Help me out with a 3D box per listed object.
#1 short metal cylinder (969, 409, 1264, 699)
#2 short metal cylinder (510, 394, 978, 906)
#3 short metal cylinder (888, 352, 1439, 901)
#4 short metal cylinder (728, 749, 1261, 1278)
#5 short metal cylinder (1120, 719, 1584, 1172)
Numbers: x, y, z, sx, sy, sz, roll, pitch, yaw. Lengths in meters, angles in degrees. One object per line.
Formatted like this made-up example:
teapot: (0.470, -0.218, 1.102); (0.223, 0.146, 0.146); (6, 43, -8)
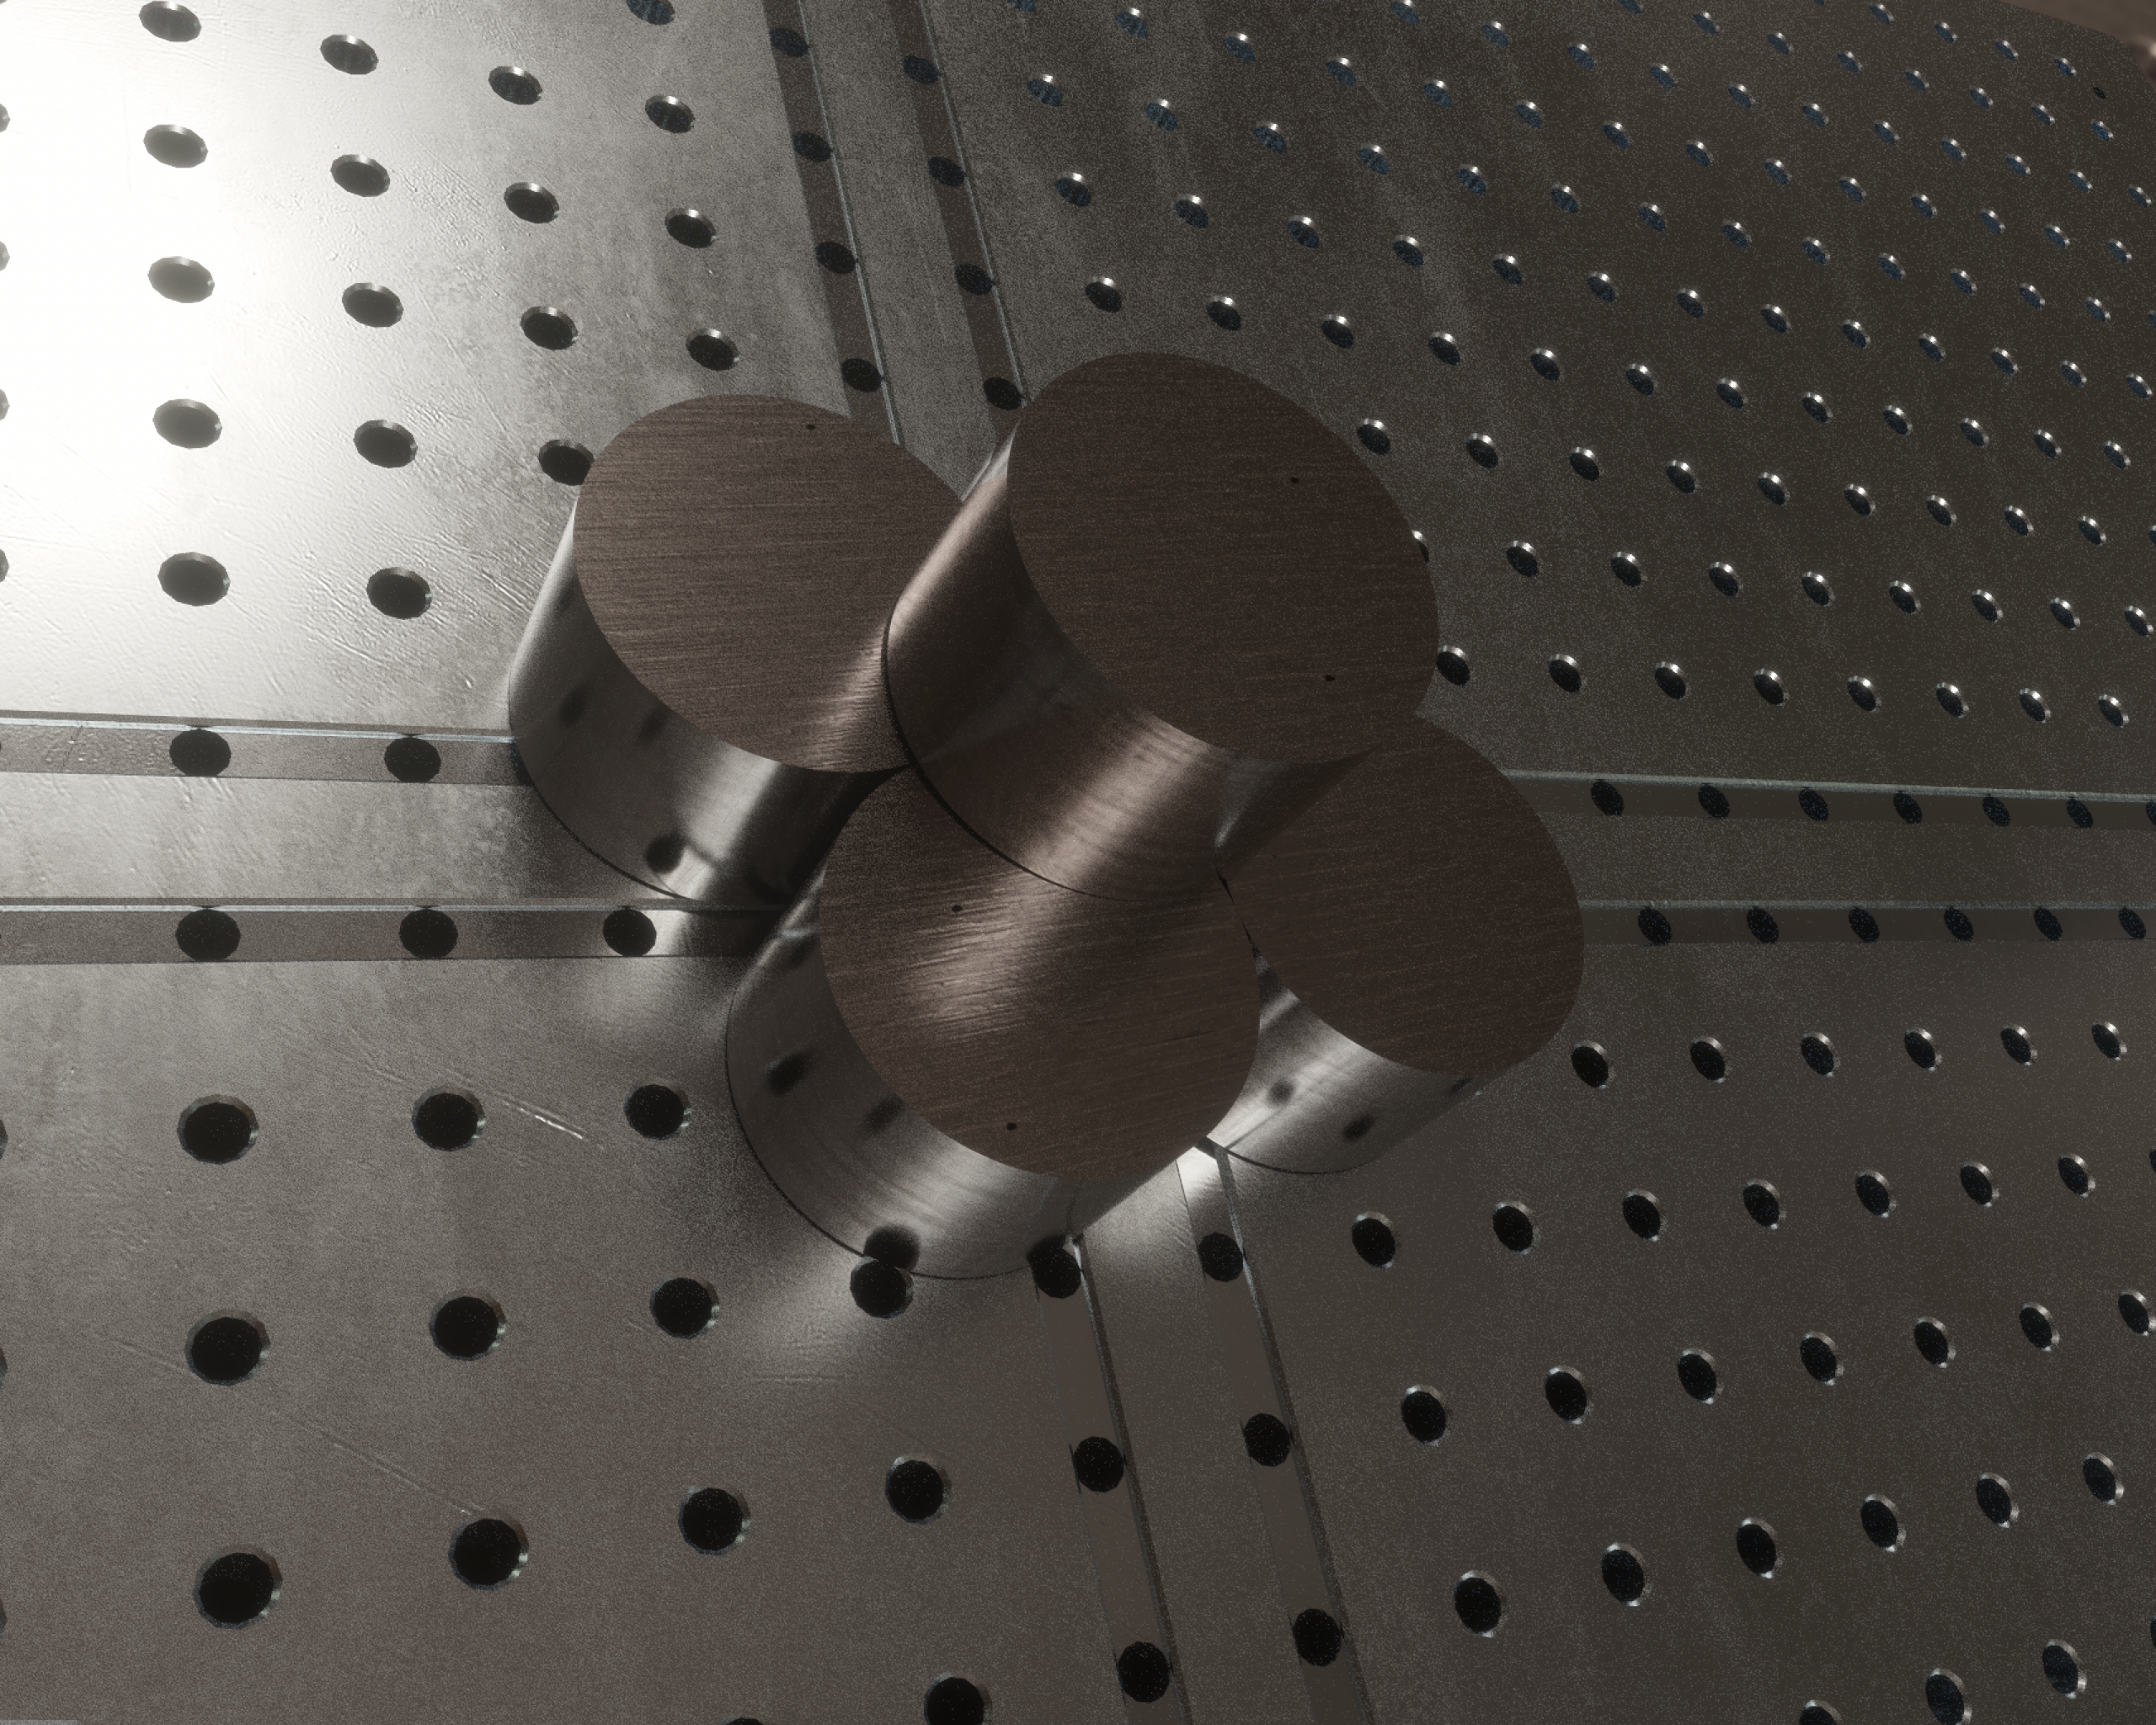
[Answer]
short metal cylinder: (0.009, -0.051, 0.429); (0.081, 0.050, 0.080); (14, 56, -21)
short metal cylinder: (-0.059, -0.039, 0.384); (0.081, 0.050, 0.080); (14, 56, -21)
short metal cylinder: (0.014, -0.040, 0.359); (0.081, 0.050, 0.080); (14, 57, -22)
short metal cylinder: (-0.015, 0.027, 0.368); (0.081, 0.050, 0.080); (14, 56, -21)
short metal cylinder: (0.051, 0.015, 0.412); (0.081, 0.050, 0.080); (14, 56, -21)
